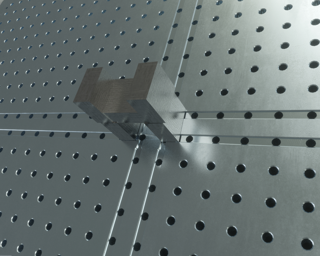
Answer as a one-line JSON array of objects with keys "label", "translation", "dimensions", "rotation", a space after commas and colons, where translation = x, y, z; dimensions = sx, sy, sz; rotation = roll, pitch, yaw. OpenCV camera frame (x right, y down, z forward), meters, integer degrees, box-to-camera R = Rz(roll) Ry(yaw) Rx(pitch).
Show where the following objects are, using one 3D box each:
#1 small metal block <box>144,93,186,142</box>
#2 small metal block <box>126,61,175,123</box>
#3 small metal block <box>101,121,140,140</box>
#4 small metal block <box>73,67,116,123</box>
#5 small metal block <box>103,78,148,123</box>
[{"label": "small metal block", "translation": [0.008, -0.016, 0.396], "dimensions": [0.025, 0.050, 0.050], "rotation": [-1, 62, 28]}, {"label": "small metal block", "translation": [-0.009, -0.040, 0.354], "dimensions": [0.025, 0.050, 0.050], "rotation": [1, 62, 29]}, {"label": "small metal block", "translation": [-0.050, -0.017, 0.426], "dimensions": [0.025, 0.050, 0.050], "rotation": [1, 62, 28]}, {"label": "small metal block", "translation": [-0.075, -0.040, 0.389], "dimensions": [0.025, 0.050, 0.050], "rotation": [1, 62, 29]}, {"label": "small metal block", "translation": [-0.036, -0.034, 0.383], "dimensions": [0.050, 0.025, 0.050], "rotation": [1, 62, 28]}]
